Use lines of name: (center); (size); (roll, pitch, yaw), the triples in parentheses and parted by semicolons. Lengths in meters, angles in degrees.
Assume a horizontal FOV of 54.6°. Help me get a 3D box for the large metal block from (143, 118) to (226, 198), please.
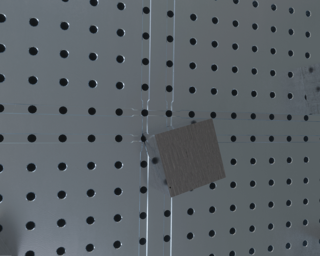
large metal block: (0.032, 0.036, 0.411); (0.081, 0.050, 0.080); (-16, 96, -19)

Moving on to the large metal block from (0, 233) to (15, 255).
large metal block: (-0.198, 0.152, 0.311); (0.080, 0.080, 0.050); (-30, 100, -17)

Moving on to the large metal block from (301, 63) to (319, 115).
large metal block: (0.286, -0.070, 0.504); (0.081, 0.050, 0.080); (-14, 95, -20)
